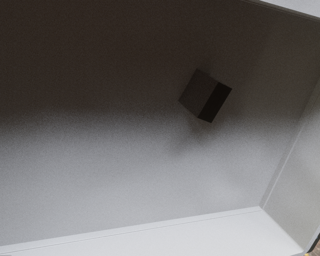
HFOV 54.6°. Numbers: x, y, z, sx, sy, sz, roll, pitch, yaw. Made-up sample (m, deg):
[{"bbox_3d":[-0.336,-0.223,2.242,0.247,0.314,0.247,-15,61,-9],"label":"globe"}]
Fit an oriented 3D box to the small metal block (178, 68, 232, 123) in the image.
[{"bbox_3d":[0.056,-0.042,0.396,0.025,0.050,0.050,18,109,-35],"label":"small metal block"}]
